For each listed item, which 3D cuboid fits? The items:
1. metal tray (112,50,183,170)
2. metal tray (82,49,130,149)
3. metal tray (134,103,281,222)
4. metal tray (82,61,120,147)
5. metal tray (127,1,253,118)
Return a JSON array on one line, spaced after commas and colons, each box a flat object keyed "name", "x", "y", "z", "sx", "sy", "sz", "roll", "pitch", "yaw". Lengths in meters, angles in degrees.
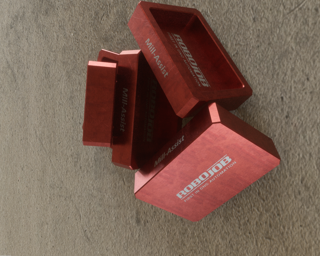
[{"name": "metal tray", "x": -0.010, "y": -0.021, "z": 0.371, "sx": 0.030, "sy": 0.091, "sz": 0.129, "roll": 8, "pitch": 96, "yaw": 39}, {"name": "metal tray", "x": -0.063, "y": -0.041, "z": 0.453, "sx": 0.090, "sy": 0.030, "sz": 0.129, "roll": 25, "pitch": 106, "yaw": 36}, {"name": "metal tray", "x": 0.045, "y": 0.043, "z": 0.325, "sx": 0.129, "sy": 0.090, "sz": 0.030, "roll": -46, "pitch": 28, "yaw": 30}, {"name": "metal tray", "x": -0.070, "y": -0.030, "z": 0.388, "sx": 0.130, "sy": 0.030, "sz": 0.089, "roll": -140, "pitch": 54, "yaw": -83}, {"name": "metal tray", "x": 0.032, "y": -0.076, "z": 0.333, "sx": 0.030, "sy": 0.091, "sz": 0.130, "roll": -49, "pitch": 60, "yaw": 45}]
